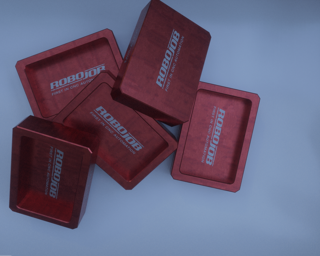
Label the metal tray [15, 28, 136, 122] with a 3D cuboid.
[{"bbox_3d":[-0.108,-0.064,0.406,0.131,0.030,0.090,-21,90,-1],"label":"metal tray"}]

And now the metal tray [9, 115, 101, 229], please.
[{"bbox_3d":[-0.130,0.057,0.376,0.090,0.030,0.129,17,118,-1],"label":"metal tray"}]

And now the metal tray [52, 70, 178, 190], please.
[{"bbox_3d":[-0.053,0.004,0.385,0.090,0.030,0.130,-43,105,6],"label":"metal tray"}]

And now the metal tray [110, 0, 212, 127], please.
[{"bbox_3d":[0.005,-0.077,0.373,0.090,0.030,0.130,25,70,-23],"label":"metal tray"}]

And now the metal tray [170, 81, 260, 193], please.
[{"bbox_3d":[0.071,0.011,0.408,0.091,0.030,0.129,13,90,-1],"label":"metal tray"}]
